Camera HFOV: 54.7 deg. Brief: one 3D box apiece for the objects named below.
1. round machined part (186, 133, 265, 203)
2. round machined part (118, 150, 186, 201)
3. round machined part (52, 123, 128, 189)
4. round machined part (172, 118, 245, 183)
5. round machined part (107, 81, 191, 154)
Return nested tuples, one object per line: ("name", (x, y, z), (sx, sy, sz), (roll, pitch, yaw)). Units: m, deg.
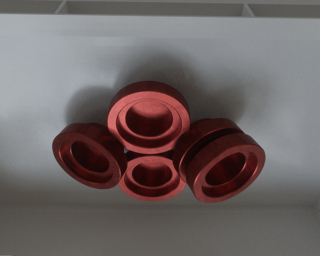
("round machined part", (0.076, 0.044, 0.383), (0.099, 0.042, 0.097), (-15, 132, -17))
("round machined part", (-0.011, 0.059, 0.445), (0.099, 0.042, 0.097), (0, 130, 0))
("round machined part", (-0.087, 0.032, 0.408), (0.098, 0.042, 0.097), (13, 132, 16))
("round machined part", (0.061, 0.026, 0.405), (0.099, 0.042, 0.097), (-15, 132, -17))
("round machined part", (-0.013, -0.017, 0.380), (0.099, 0.042, 0.097), (0, 130, 0))
